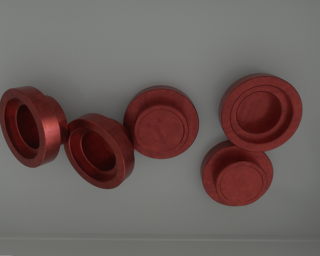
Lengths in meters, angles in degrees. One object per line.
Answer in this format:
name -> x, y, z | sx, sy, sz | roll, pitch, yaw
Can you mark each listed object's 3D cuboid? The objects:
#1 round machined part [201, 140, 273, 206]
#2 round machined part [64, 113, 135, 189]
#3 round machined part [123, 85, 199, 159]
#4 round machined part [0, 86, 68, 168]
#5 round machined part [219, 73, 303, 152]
round machined part -> 0.108, 0.068, 0.428 | 0.099, 0.042, 0.097 | 0, 110, 0
round machined part -> -0.072, 0.026, 0.396 | 0.098, 0.042, 0.097 | 15, 122, 26
round machined part -> 0.001, -0.003, 0.401 | 0.099, 0.042, 0.097 | 0, 110, 0
round machined part -> -0.152, -0.004, 0.383 | 0.098, 0.042, 0.097 | 13, 112, 35
round machined part -> 0.124, -0.022, 0.395 | 0.099, 0.042, 0.097 | 0, 110, 0
